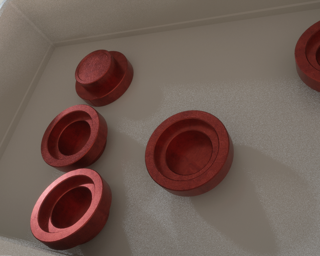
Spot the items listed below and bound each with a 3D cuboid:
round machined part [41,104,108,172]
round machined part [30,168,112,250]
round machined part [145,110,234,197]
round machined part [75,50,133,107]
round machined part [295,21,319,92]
[{"bbox_3d":[-0.117,0.018,0.443,0.098,0.042,0.098,-13,56,20],"label":"round machined part"},{"bbox_3d":[-0.101,0.100,0.375,0.098,0.042,0.098,-17,40,16],"label":"round machined part"},{"bbox_3d":[0.036,0.032,0.356,0.098,0.042,0.098,-13,56,20],"label":"round machined part"},{"bbox_3d":[-0.096,-0.086,0.496,0.098,0.042,0.098,-13,56,20],"label":"round machined part"},{"bbox_3d":[0.201,-0.074,0.335,0.098,0.042,0.098,-13,56,20],"label":"round machined part"}]
